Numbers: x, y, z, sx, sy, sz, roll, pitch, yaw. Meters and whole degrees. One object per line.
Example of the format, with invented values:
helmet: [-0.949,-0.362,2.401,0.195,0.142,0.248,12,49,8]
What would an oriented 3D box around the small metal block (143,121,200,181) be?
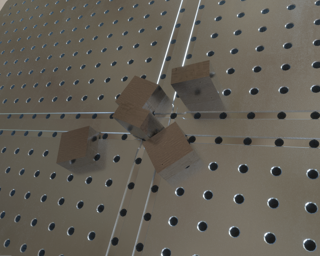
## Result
small metal block: [0.013,0.028,0.385,0.050,0.025,0.050,-34,51,6]

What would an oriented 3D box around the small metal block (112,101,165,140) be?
small metal block: [-0.027,-0.006,0.411,0.050,0.050,0.025,21,73,36]

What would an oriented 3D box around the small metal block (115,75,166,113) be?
small metal block: [-0.028,-0.043,0.451,0.050,0.025,0.050,27,76,37]

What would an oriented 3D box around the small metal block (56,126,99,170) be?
small metal block: [-0.120,0.029,0.455,0.050,0.025,0.050,-14,56,20]

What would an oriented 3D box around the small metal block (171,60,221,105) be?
small metal block: [0.048,-0.057,0.403,0.050,0.050,0.025,-9,58,24]
